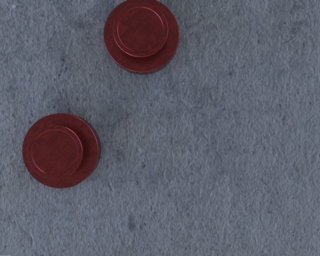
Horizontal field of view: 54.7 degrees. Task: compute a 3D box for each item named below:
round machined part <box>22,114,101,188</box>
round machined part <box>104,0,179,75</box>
[{"bbox_3d":[-0.129,0.030,0.400,0.099,0.042,0.097,0,90,-1],"label":"round machined part"},{"bbox_3d":[-0.024,-0.121,0.401,0.099,0.042,0.097,0,90,-1],"label":"round machined part"}]
